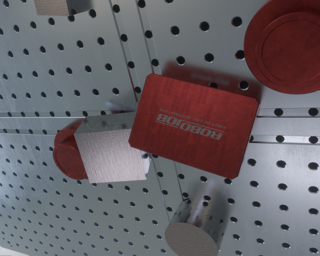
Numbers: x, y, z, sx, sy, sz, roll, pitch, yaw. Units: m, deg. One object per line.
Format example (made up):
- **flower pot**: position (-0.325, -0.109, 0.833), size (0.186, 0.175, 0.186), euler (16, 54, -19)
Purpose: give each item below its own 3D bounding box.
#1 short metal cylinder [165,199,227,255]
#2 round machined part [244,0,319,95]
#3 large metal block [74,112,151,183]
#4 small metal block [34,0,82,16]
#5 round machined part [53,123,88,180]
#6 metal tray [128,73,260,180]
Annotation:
- **short metal cylinder**: position (0.054, 0.153, 0.462), size (0.080, 0.050, 0.079), euler (13, 124, 21)
- **round machined part**: position (0.127, -0.075, 0.286), size (0.098, 0.042, 0.097), euler (13, 124, 21)
- **large metal block**: position (-0.062, 0.027, 0.429), size (0.080, 0.050, 0.079), euler (-5, 118, 9)
- **small metal block**: position (-0.127, -0.165, 0.376), size (0.050, 0.025, 0.050), euler (10, 123, 23)
- **round machined part**: position (-0.131, 0.044, 0.497), size (0.098, 0.042, 0.097), euler (13, 124, 21)
- **metal tray**: position (0.037, -0.004, 0.356), size (0.130, 0.030, 0.090), euler (16, 92, 18)
